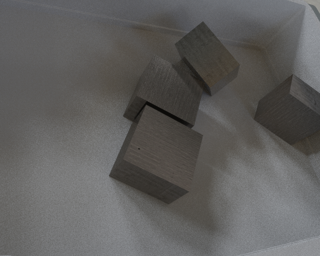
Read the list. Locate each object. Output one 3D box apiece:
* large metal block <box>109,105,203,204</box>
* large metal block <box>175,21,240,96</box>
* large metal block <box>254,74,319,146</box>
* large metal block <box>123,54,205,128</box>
[{"bbox_3d":[-0.003,0.032,0.370,0.080,0.050,0.080,28,52,-11],"label":"large metal block"},{"bbox_3d":[0.072,-0.099,0.464,0.080,0.050,0.080,53,7,9],"label":"large metal block"},{"bbox_3d":[0.216,-0.028,0.507,0.080,0.080,0.050,34,51,-7],"label":"large metal block"},{"bbox_3d":[0.007,-0.039,0.419,0.080,0.050,0.080,27,52,-12],"label":"large metal block"}]
